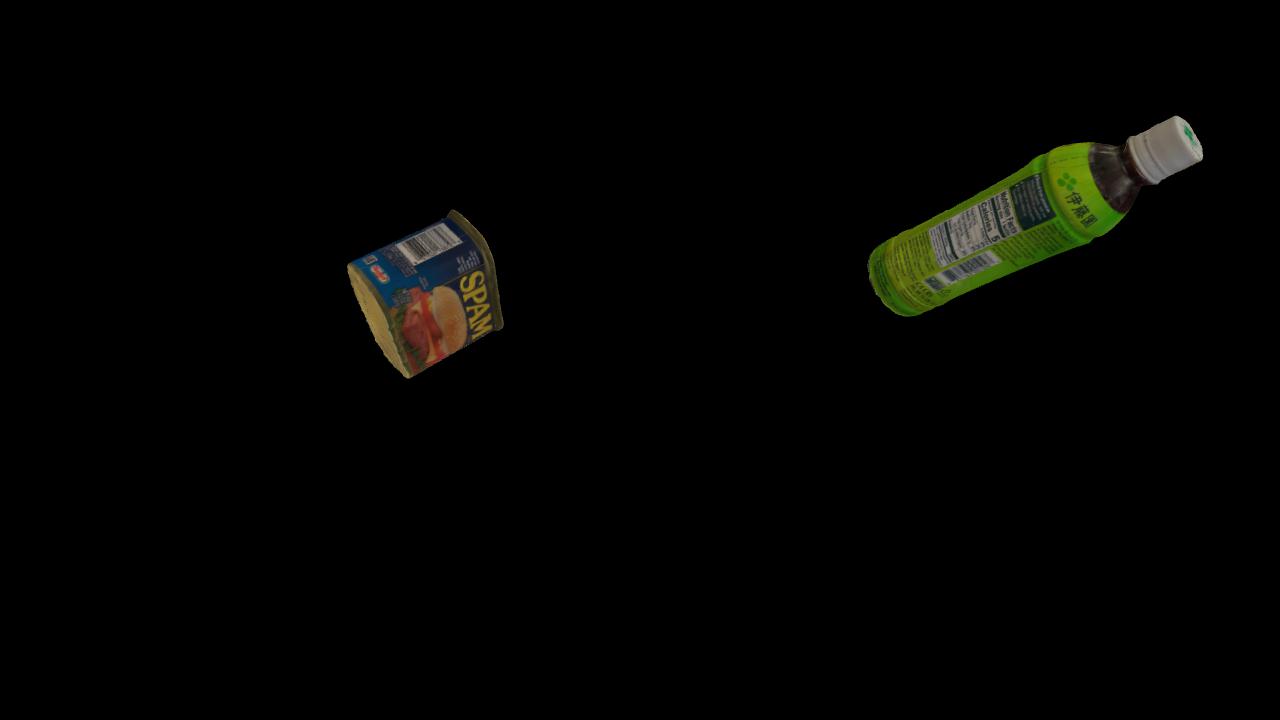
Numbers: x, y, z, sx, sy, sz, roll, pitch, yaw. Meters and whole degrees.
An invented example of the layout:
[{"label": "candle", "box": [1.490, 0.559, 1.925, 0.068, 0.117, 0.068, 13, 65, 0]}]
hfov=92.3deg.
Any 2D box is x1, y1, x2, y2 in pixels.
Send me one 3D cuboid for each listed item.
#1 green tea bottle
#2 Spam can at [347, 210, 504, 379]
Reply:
[{"label": "green tea bottle", "box": [0.268, -0.097, 0.443, 0.073, 0.073, 0.212, 0, -15, -30]}, {"label": "Spam can", "box": [-0.154, -0.045, 0.451, 0.085, 0.058, 0.101, -34, -27, -27]}]
